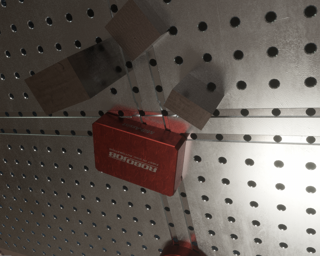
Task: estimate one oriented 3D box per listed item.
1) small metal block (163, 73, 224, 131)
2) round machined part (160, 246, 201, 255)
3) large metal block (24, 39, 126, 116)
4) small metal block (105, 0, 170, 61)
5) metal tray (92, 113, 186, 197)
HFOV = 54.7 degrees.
[{"bbox_3d":[0.040,-0.031,0.354,0.050,0.050,0.025,34,129,5],"label":"small metal block"},{"bbox_3d":[0.038,0.255,0.537,0.098,0.042,0.097,13,124,20],"label":"round machined part"},{"bbox_3d":[-0.104,-0.064,0.389,0.080,0.080,0.050,-15,111,34],"label":"large metal block"},{"bbox_3d":[-0.026,-0.114,0.353,0.050,0.025,0.050,-33,100,38],"label":"small metal block"},{"bbox_3d":[-0.032,0.038,0.447,0.130,0.030,0.089,16,125,18],"label":"metal tray"}]
